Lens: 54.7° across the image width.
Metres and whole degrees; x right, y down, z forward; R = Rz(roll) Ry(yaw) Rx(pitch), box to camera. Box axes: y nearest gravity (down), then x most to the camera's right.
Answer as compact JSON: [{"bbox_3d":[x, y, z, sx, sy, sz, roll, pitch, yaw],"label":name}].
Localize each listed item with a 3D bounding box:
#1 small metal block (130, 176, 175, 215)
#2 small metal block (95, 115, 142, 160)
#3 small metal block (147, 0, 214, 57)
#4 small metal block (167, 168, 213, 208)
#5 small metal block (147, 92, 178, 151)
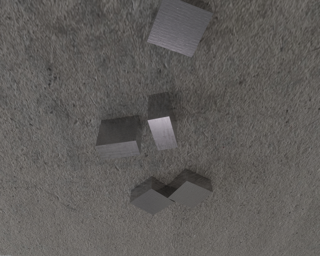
[{"bbox_3d":[-0.012,0.110,0.501,0.050,0.025,0.050,36,121,-27],"label":"small metal block"},{"bbox_3d":[-0.051,0.012,0.400,0.050,0.050,0.025,-8,130,6],"label":"small metal block"},{"bbox_3d":[0.019,-0.107,0.316,0.050,0.025,0.050,16,128,-14],"label":"small metal block"},{"bbox_3d":[0.047,0.096,0.490,0.050,0.025,0.050,27,125,-21],"label":"small metal block"},{"bbox_3d":[0.004,-0.009,0.383,0.025,0.050,0.050,-10,130,9],"label":"small metal block"}]
